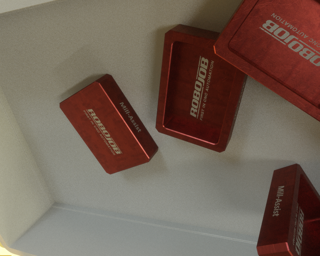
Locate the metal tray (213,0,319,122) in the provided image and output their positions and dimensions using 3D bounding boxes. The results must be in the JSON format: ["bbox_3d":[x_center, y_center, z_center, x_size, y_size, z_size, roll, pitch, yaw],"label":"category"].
[{"bbox_3d":[0.125,-0.072,0.269,0.130,0.030,0.089,32,115,-3],"label":"metal tray"}]

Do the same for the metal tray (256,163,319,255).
[{"bbox_3d":[0.150,0.111,0.330,0.030,0.131,0.090,-28,103,37],"label":"metal tray"}]

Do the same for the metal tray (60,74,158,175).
[{"bbox_3d":[-0.073,-0.001,0.444,0.090,0.030,0.130,-22,107,36],"label":"metal tray"}]

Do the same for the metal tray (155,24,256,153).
[{"bbox_3d":[0.046,-0.042,0.354,0.090,0.030,0.129,18,126,17],"label":"metal tray"}]

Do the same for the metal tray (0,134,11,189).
[{"bbox_3d":[-0.355,0.057,0.631,0.090,0.030,0.129,24,127,13],"label":"metal tray"}]
